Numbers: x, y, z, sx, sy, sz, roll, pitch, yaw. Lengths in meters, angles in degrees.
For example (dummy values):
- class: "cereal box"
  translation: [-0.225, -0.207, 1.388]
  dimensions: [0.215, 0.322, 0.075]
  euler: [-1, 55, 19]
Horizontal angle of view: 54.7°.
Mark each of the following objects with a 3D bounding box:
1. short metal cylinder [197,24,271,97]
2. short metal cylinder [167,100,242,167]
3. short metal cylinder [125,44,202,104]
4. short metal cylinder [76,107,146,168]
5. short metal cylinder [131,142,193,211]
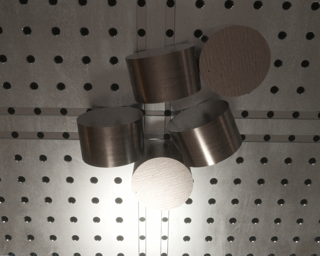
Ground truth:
- class: "short metal cylinder"
  translation: [0.084, -0.082, 0.371]
  dimensions: [0.081, 0.050, 0.079]
  euler: [0, 110, -1]
- class: "short metal cylinder"
  translation: [0.055, 0.006, 0.387]
  dimensions: [0.080, 0.080, 0.050]
  euler: [-22, 109, 7]
- class: "short metal cylinder"
  translation: [0.005, -0.065, 0.360]
  dimensions: [0.080, 0.080, 0.050]
  euler: [-10, 110, 3]
- class: "short metal cylinder"
  translation: [-0.059, 0.009, 0.386]
  dimensions: [0.081, 0.080, 0.050]
  euler: [-3, 110, 0]
- class: "short metal cylinder"
  translation: [0.003, 0.065, 0.424]
  dimensions: [0.081, 0.050, 0.079]
  euler: [0, 110, -1]
